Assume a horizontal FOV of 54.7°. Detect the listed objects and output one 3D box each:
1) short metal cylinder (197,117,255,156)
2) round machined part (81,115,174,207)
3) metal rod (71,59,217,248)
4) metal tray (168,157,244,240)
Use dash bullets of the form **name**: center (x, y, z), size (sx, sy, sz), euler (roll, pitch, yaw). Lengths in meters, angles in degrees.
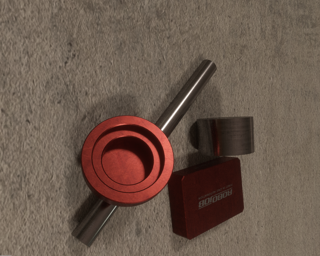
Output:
- **short metal cylinder**: center (0.095, 0.010, 0.451), size (0.081, 0.080, 0.050), euler (-6, 94, -40)
- **round machined part**: center (-0.037, 0.038, 0.345), size (0.099, 0.042, 0.098), euler (5, 66, -11)
- **metal rod**: center (-0.006, 0.014, 0.401), size (0.025, 0.025, 0.301), euler (52, 59, -28)
- **metal tray**: center (0.073, 0.099, 0.466), size (0.131, 0.030, 0.089), euler (-11, 97, -40)
